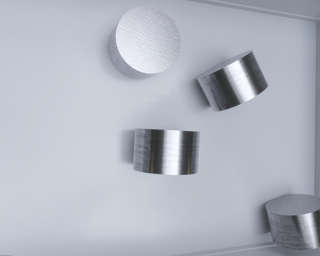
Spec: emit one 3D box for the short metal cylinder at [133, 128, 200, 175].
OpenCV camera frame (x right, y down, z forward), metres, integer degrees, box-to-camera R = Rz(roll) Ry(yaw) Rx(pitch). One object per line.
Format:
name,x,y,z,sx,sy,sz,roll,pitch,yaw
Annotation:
short metal cylinder,0.008,0.027,0.384,0.081,0.080,0.050,3,89,-20

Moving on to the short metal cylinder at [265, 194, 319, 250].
short metal cylinder,0.202,0.136,0.456,0.081,0.080,0.050,-14,95,-20

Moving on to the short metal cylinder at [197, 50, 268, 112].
short metal cylinder,0.096,-0.063,0.417,0.080,0.080,0.050,-32,101,-17

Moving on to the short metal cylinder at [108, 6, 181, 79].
short metal cylinder,-0.021,-0.104,0.389,0.081,0.050,0.080,0,90,-20
